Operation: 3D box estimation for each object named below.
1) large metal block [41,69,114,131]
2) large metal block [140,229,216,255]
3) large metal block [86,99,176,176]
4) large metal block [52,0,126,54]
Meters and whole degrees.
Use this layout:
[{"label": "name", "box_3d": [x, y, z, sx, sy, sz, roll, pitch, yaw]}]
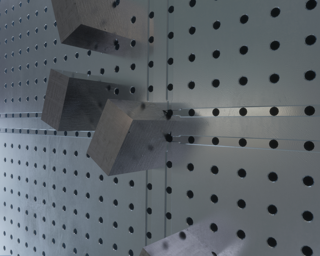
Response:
[{"label": "large metal block", "box_3d": [-0.127, -0.042, 0.480, 0.050, 0.081, 0.080, 26, 107, 37]}, {"label": "large metal block", "box_3d": [0.010, 0.177, 0.366, 0.050, 0.081, 0.080, 35, 111, 35]}, {"label": "large metal block", "box_3d": [-0.037, 0.011, 0.405, 0.050, 0.081, 0.080, 39, 114, 33]}, {"label": "large metal block", "box_3d": [-0.107, -0.166, 0.463, 0.050, 0.081, 0.080, -26, 74, 37]}]
